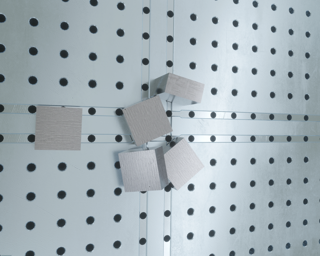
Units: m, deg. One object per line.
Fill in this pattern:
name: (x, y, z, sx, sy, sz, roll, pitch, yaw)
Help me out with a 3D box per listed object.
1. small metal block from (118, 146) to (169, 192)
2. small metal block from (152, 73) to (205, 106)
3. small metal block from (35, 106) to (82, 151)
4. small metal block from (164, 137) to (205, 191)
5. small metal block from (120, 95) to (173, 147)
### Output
small metal block: (-0.021, 0.052, 0.391, 0.050, 0.025, 0.050, -8, 94, 22)
small metal block: (0.023, -0.049, 0.407, 0.050, 0.050, 0.025, 14, 85, -20)
small metal block: (-0.120, 0.001, 0.368, 0.050, 0.025, 0.050, 3, 89, -20)
small metal block: (0.023, 0.048, 0.421, 0.050, 0.025, 0.050, -39, 103, -16)
small metal block: (-0.018, -0.010, 0.403, 0.050, 0.025, 0.050, -23, 98, -12)
